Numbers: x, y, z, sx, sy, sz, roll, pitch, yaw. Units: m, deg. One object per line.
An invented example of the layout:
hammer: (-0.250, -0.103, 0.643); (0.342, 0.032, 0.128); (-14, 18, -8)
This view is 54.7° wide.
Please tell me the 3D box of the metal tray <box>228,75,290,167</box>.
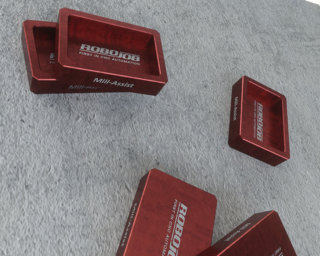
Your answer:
metal tray: (0.158, -0.014, 0.493); (0.090, 0.030, 0.130); (24, 53, -14)

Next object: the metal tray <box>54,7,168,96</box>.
metal tray: (-0.060, -0.092, 0.385); (0.131, 0.030, 0.090); (6, 59, -25)

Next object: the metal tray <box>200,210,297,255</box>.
metal tray: (0.104, 0.156, 0.338); (0.131, 0.030, 0.090); (-14, 78, -44)

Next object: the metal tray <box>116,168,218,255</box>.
metal tray: (0.008, 0.119, 0.332); (0.090, 0.030, 0.130); (26, 52, -12)

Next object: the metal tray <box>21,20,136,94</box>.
metal tray: (-0.102, -0.090, 0.400); (0.131, 0.030, 0.090); (-5, 64, -31)
